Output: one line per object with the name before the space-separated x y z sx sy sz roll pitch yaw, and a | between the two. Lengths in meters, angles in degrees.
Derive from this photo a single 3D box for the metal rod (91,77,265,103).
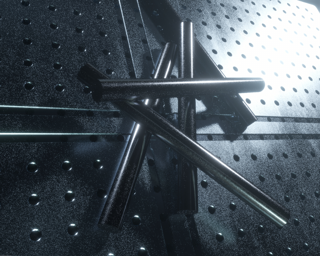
metal rod | 0.049 -0.056 0.421 0.302 0.025 0.025 -8 66 -40

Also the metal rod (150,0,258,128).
metal rod | 0.063 -0.128 0.522 0.025 0.025 0.299 -25 76 -37

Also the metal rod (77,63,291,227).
metal rod | 0.028 0.020 0.375 0.301 0.025 0.025 36 51 0

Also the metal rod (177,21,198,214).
metal rod | 0.038 -0.033 0.436 0.025 0.025 0.299 14 60 -21

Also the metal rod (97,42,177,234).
metal rod | -0.017 -0.012 0.407 0.025 0.025 0.300 26 52 -12
